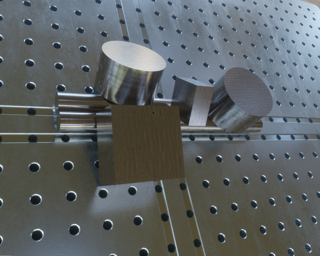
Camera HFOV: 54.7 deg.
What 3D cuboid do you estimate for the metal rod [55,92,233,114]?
[{"bbox_3d":[0.014,-0.028,0.428,0.303,0.025,0.025,0,62,-28],"label":"metal rod"}]

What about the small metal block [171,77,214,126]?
[{"bbox_3d":[0.039,-0.034,0.393,0.025,0.050,0.050,1,19,-28],"label":"small metal block"}]

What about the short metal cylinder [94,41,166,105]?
[{"bbox_3d":[-0.038,-0.069,0.391,0.081,0.050,0.080,15,33,-9],"label":"short metal cylinder"}]

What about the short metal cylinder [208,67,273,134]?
[{"bbox_3d":[0.110,-0.039,0.439,0.081,0.050,0.080,14,56,-21],"label":"short metal cylinder"}]

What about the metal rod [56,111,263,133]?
[{"bbox_3d":[0.020,-0.006,0.418,0.303,0.025,0.025,0,62,-28],"label":"metal rod"}]

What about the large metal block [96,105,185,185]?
[{"bbox_3d":[-0.023,0.019,0.346,0.081,0.050,0.080,-1,82,-29],"label":"large metal block"}]
